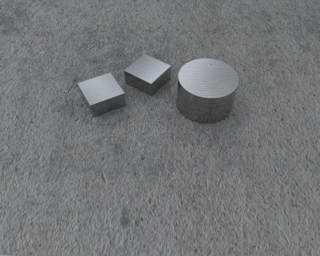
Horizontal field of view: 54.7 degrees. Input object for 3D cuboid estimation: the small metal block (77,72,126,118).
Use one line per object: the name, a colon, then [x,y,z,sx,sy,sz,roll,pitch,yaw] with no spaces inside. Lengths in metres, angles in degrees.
small metal block: [-0.083,-0.048,0.442,0.050,0.025,0.050,-23,54,-18]

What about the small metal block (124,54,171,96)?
small metal block: [-0.018,-0.081,0.471,0.050,0.025,0.050,29,56,22]

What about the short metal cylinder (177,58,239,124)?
short metal cylinder: [0.065,-0.052,0.432,0.081,0.050,0.080,0,50,0]
